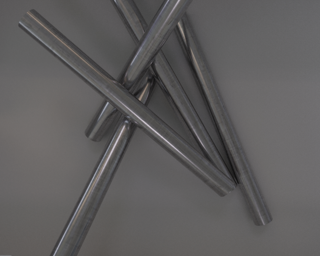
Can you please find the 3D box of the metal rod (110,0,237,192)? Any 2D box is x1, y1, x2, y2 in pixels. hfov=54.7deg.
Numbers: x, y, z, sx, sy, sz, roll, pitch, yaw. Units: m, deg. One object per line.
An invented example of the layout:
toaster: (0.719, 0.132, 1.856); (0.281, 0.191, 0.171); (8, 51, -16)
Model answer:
metal rod: (0.017, -0.047, 0.391); (0.025, 0.025, 0.299); (-30, 98, 0)

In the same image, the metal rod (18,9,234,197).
metal rod: (-0.029, -0.020, 0.357); (0.300, 0.025, 0.025); (41, 90, -11)

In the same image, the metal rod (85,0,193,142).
metal rod: (-0.008, -0.096, 0.345); (0.025, 0.025, 0.298); (37, 117, 0)

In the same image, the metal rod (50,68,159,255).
metal rod: (-0.062, 0.048, 0.353); (0.025, 0.025, 0.300); (24, 66, 0)

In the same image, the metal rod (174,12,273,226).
metal rod: (0.080, -0.014, 0.411); (0.025, 0.025, 0.299); (-23, 90, 0)
